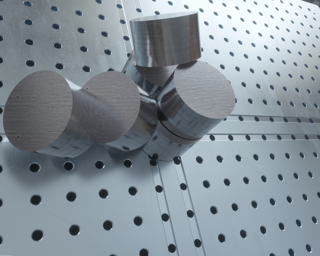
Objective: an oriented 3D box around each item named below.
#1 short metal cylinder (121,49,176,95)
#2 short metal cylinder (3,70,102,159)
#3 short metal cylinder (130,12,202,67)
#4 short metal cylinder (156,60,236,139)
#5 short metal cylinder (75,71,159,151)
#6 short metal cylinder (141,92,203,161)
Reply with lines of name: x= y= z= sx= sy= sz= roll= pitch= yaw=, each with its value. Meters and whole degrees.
short metal cylinder: x=-0.010 y=-0.075 z=0.432 sx=0.081 sy=0.050 sz=0.080 roll=13 pitch=56 yaw=-21
short metal cylinder: x=-0.107 y=-0.012 z=0.314 sx=0.050 sy=0.080 sz=0.080 roll=34 pitch=33 yaw=-65
short metal cylinder: x=0.008 y=-0.107 z=0.369 sx=0.081 sy=0.080 sz=0.050 roll=-27 pitch=120 yaw=-37
short metal cylinder: x=0.041 y=-0.033 z=0.368 sx=0.081 sy=0.050 sz=0.080 roll=13 pitch=56 yaw=-21
short metal cylinder: x=-0.048 y=-0.017 z=0.348 sx=0.050 sy=0.080 sz=0.080 roll=33 pitch=34 yaw=-65
short metal cylinder: x=0.013 y=-0.004 z=0.400 sx=0.081 sy=0.050 sz=0.080 roll=14 pitch=56 yaw=-21
